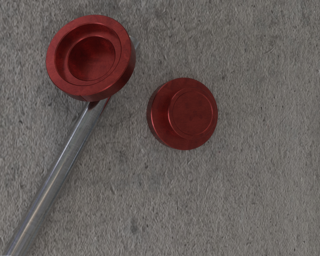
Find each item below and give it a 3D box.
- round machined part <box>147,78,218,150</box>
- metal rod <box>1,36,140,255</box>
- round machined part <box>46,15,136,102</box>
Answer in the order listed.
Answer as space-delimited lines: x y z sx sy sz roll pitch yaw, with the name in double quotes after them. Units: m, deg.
0.035 -0.019 0.413 0.099 0.042 0.097 0 90 -20 "round machined part"
-0.102 0.020 0.371 0.025 0.025 0.299 30 80 -18 "metal rod"
-0.075 -0.076 0.357 0.098 0.042 0.098 -3 75 10 "round machined part"
